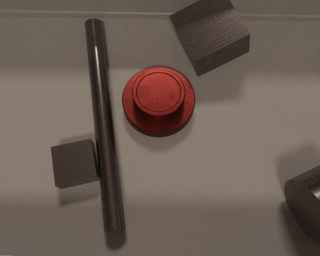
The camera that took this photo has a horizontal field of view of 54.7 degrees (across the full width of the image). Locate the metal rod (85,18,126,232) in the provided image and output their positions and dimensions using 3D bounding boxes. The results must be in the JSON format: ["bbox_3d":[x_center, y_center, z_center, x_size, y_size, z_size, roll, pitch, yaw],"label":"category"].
[{"bbox_3d":[-0.076,-0.018,0.415,0.025,0.025,0.299,-8,70,-4],"label":"metal rod"}]

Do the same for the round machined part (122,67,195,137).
[{"bbox_3d":[-0.002,-0.040,0.415,0.099,0.042,0.098,0,70,-1],"label":"round machined part"}]

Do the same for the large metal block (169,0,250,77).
[{"bbox_3d":[0.070,-0.132,0.435,0.080,0.050,0.080,-26,72,7],"label":"large metal block"}]

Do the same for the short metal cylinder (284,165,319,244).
[{"bbox_3d":[0.189,0.085,0.352,0.050,0.080,0.080,-23,72,-8],"label":"short metal cylinder"}]

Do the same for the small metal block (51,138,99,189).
[{"bbox_3d":[-0.106,0.045,0.392,0.050,0.025,0.050,-12,71,-5],"label":"small metal block"}]
